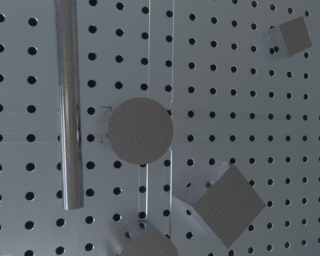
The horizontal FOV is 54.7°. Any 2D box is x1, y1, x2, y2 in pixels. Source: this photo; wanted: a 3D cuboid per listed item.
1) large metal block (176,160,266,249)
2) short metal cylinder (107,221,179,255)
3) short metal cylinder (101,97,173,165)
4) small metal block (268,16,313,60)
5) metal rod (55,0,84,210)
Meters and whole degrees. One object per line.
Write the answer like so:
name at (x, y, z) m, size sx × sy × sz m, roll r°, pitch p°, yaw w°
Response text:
large metal block at (0.085, 0.103, 0.431) m, size 0.080 × 0.050 × 0.080 m, roll -42°, pitch 104°, yaw -15°
short metal cylinder at (-0.022, 0.165, 0.392) m, size 0.081 × 0.050 × 0.079 m, roll 0°, pitch 90°, yaw -20°
short metal cylinder at (-0.030, 0.003, 0.388) m, size 0.081 × 0.050 × 0.079 m, roll 0°, pitch 90°, yaw -20°
small metal block at (0.206, -0.142, 0.488) m, size 0.050 × 0.025 × 0.050 m, roll -25°, pitch 99°, yaw -18°
metal rod at (-0.110, -0.054, 0.372) m, size 0.025 × 0.025 × 0.298 m, roll -2°, pitch 91°, yaw -20°
